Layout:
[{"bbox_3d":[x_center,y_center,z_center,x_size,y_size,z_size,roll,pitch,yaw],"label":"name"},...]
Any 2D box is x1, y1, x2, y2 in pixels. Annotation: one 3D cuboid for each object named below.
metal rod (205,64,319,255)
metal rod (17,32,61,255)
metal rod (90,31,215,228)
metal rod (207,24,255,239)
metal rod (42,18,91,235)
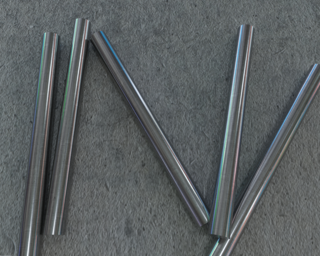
[{"bbox_3d":[0.144,0.035,0.396,0.025,0.025,0.300,32,73,10],"label":"metal rod"},{"bbox_3d":[-0.154,0.007,0.403,0.025,0.025,0.299,-2,70,-1],"label":"metal rod"},{"bbox_3d":[-0.018,-0.011,0.411,0.025,0.025,0.299,-28,73,-10],"label":"metal rod"},{"bbox_3d":[0.097,-0.013,0.402,0.025,0.025,0.299,12,66,4],"label":"metal rod"},{"bbox_3d":[-0.120,-0.016,0.412,0.025,0.025,0.299,2,70,0],"label":"metal rod"}]
